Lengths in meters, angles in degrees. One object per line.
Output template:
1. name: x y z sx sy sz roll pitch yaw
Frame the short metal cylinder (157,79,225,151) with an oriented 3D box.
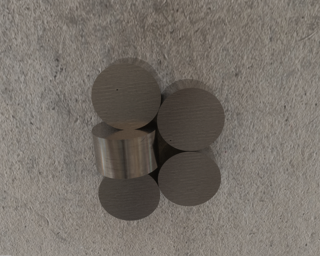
1. short metal cylinder: 0.037 -0.018 0.391 0.081 0.050 0.079 0 111 0

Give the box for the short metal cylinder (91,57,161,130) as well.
1. short metal cylinder: -0.039 -0.044 0.381 0.080 0.050 0.079 0 110 1

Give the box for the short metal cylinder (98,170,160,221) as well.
1. short metal cylinder: -0.040 0.079 0.426 0.080 0.050 0.079 0 110 1

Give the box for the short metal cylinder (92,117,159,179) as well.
1. short metal cylinder: -0.042 0.022 0.389 0.080 0.080 0.050 -3 110 1

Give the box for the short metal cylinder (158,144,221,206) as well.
1. short metal cylinder: 0.038 0.057 0.418 0.080 0.050 0.079 0 111 1
